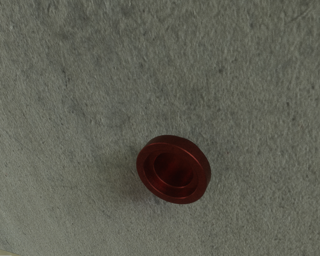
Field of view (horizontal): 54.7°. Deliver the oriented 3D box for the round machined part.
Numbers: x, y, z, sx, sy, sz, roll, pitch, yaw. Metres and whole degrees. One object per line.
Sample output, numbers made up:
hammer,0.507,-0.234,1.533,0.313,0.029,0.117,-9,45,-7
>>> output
round machined part,0.021,0.051,0.415,0.098,0.042,0.097,13,124,20
